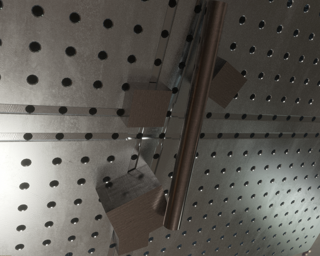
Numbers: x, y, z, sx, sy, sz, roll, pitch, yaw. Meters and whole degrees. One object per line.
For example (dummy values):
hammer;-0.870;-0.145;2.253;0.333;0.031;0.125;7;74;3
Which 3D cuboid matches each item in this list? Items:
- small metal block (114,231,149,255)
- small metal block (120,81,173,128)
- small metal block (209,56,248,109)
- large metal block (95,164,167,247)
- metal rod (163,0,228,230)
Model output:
small metal block;-0.046;0.169;0.493;0.050;0.025;0.050;-9;123;-24
small metal block;-0.018;-0.029;0.385;0.050;0.025;0.050;-1;119;-28
small metal block;0.082;-0.061;0.420;0.050;0.025;0.050;29;102;-38
large metal block;-0.036;0.111;0.446;0.081;0.050;0.080;-25;128;-13
metal rod;0.042;-0.004;0.399;0.025;0.025;0.298;1;107;-30
